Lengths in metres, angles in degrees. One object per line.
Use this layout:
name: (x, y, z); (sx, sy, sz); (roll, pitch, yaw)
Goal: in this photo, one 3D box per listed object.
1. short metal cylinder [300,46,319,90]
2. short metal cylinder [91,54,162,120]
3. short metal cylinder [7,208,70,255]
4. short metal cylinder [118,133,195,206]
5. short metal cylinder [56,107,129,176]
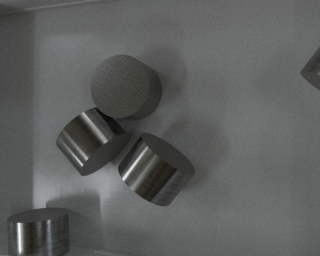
short metal cylinder: (0.194, -0.057, 0.313); (0.080, 0.080, 0.050); (37, 102, 16)
short metal cylinder: (-0.043, -0.052, 0.410); (0.080, 0.050, 0.080); (-1, 88, 18)
short metal cylinder: (-0.171, 0.148, 0.440); (0.080, 0.080, 0.050); (-3, 89, 19)
short metal cylinder: (-0.004, 0.050, 0.382); (0.080, 0.080, 0.050); (39, 102, 15)
short metal cylinder: (-0.088, 0.018, 0.411); (0.080, 0.080, 0.050); (-47, 76, 14)
